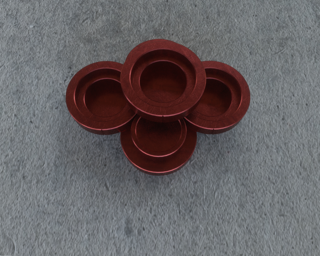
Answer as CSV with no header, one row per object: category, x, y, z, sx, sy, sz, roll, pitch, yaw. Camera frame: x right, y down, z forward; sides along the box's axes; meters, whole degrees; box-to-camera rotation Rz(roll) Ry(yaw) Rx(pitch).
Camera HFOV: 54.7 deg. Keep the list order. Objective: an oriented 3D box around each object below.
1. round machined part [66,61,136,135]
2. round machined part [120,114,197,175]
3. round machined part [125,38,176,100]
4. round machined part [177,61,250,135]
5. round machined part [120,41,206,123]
round machined part,-0.070,-0.036,0.413,0.099,0.042,0.098,0,70,-1
round machined part,-0.002,0.009,0.397,0.099,0.042,0.098,0,70,-1
round machined part,-0.001,-0.084,0.431,0.099,0.042,0.098,0,70,-1
round machined part,0.066,-0.037,0.415,0.099,0.042,0.098,0,70,-1
round machined part,0.004,-0.052,0.374,0.099,0.042,0.098,0,70,-1
